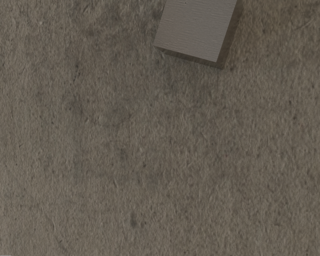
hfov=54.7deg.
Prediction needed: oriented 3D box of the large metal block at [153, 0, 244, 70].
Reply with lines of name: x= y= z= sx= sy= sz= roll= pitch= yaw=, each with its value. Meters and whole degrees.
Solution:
large metal block: x=0.048 y=-0.124 z=0.378 sx=0.080 sy=0.050 sz=0.080 roll=20 pitch=97 yaw=18
